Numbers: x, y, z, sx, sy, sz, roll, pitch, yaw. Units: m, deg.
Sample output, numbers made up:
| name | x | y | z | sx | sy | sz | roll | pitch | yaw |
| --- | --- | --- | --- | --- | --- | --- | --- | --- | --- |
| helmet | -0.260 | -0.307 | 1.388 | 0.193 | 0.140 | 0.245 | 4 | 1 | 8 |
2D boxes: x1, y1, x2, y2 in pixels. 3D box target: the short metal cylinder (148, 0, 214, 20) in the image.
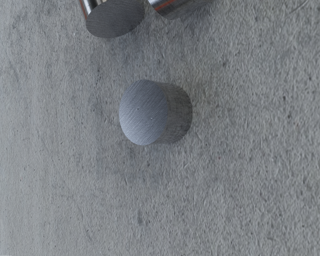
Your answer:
| name | x | y | z | sx | sy | sz | roll | pitch | yaw |
| --- | --- | --- | --- | --- | --- | --- | --- | --- | --- |
| short metal cylinder | 0.022 | -0.171 | 0.351 | 0.050 | 0.081 | 0.080 | -13 | 82 | 39 |

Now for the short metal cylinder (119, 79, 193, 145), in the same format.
| name | x | y | z | sx | sy | sz | roll | pitch | yaw |
| --- | --- | --- | --- | --- | --- | --- | --- | --- | --- |
| short metal cylinder | -0.006 | -0.019 | 0.394 | 0.080 | 0.050 | 0.080 | 0 | 90 | 40 |

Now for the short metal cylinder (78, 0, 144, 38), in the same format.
| name | x | y | z | sx | sy | sz | roll | pitch | yaw |
| --- | --- | --- | --- | --- | --- | --- | --- | --- | --- |
| short metal cylinder | -0.069 | -0.169 | 0.426 | 0.080 | 0.081 | 0.050 | -32 | 70 | 35 |
